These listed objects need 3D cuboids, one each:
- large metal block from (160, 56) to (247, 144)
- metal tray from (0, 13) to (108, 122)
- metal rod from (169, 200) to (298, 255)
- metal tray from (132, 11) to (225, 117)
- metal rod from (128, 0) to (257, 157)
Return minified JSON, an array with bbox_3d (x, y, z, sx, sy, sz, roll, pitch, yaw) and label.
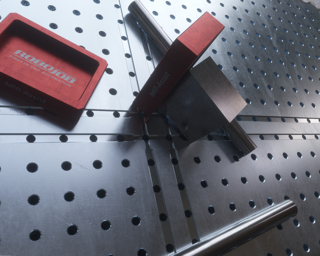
[{"bbox_3d":[0.054,-0.036,0.419,0.080,0.080,0.050,52,51,-3],"label":"large metal block"},{"bbox_3d":[-0.140,-0.074,0.375,0.131,0.030,0.090,27,52,-12],"label":"metal tray"},{"bbox_3d":[0.060,0.138,0.357,0.303,0.025,0.025,-11,68,-33],"label":"metal rod"},{"bbox_3d":[0.021,-0.079,0.402,0.030,0.129,0.090,41,51,-1],"label":"metal tray"},{"bbox_3d":[0.046,-0.083,0.485,0.025,0.025,0.299,-30,78,-38],"label":"metal rod"}]
